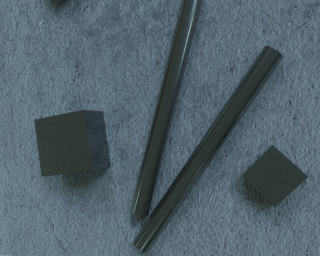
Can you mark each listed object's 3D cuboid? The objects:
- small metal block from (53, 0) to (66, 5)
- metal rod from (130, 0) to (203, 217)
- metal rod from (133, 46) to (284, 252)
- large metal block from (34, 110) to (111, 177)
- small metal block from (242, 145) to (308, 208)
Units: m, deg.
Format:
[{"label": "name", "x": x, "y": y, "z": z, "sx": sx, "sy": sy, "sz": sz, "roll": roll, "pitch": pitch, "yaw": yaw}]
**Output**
[{"label": "small metal block", "x": -0.148, "y": -0.222, "z": 0.460, "sx": 0.050, "sy": 0.025, "sz": 0.050, "roll": -33, "pitch": 80, "yaw": 16}, {"label": "metal rod", "x": 0.008, "y": -0.030, "z": 0.405, "sx": 0.025, "sy": 0.025, "sz": 0.298, "roll": 16, "pitch": 95, "yaw": 19}, {"label": "metal rod", "x": 0.054, "y": 0.034, "z": 0.389, "sx": 0.025, "sy": 0.025, "sz": 0.299, "roll": 36, "pitch": 101, "yaw": 16}, {"label": "large metal block", "x": -0.122, "y": 0.022, "z": 0.437, "sx": 0.080, "sy": 0.050, "sz": 0.080, "roll": -9, "pitch": 87, "yaw": 19}, {"label": "small metal block", "x": 0.133, "y": 0.055, "z": 0.362, "sx": 0.050, "sy": 0.025, "sz": 0.050, "roll": 45, "pitch": 103, "yaw": 14}]
